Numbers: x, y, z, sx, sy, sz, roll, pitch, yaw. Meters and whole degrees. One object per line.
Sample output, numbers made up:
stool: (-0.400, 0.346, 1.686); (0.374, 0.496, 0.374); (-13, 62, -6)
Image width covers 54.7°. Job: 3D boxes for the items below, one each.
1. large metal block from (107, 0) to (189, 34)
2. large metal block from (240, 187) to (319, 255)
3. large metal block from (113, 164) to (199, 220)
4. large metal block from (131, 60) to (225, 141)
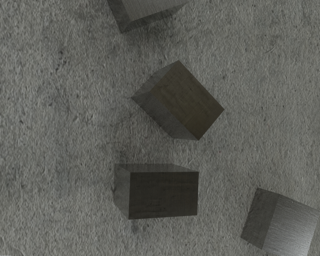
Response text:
large metal block: (-0.023, -0.175, 0.387); (0.081, 0.050, 0.080); (-26, 99, -18)
large metal block: (0.179, 0.144, 0.462); (0.080, 0.050, 0.080); (24, 82, -19)
large metal block: (-0.008, 0.073, 0.377); (0.081, 0.080, 0.050); (2, 89, -20)
large metal block: (0.019, -0.031, 0.386); (0.080, 0.080, 0.050); (44, 76, -15)
